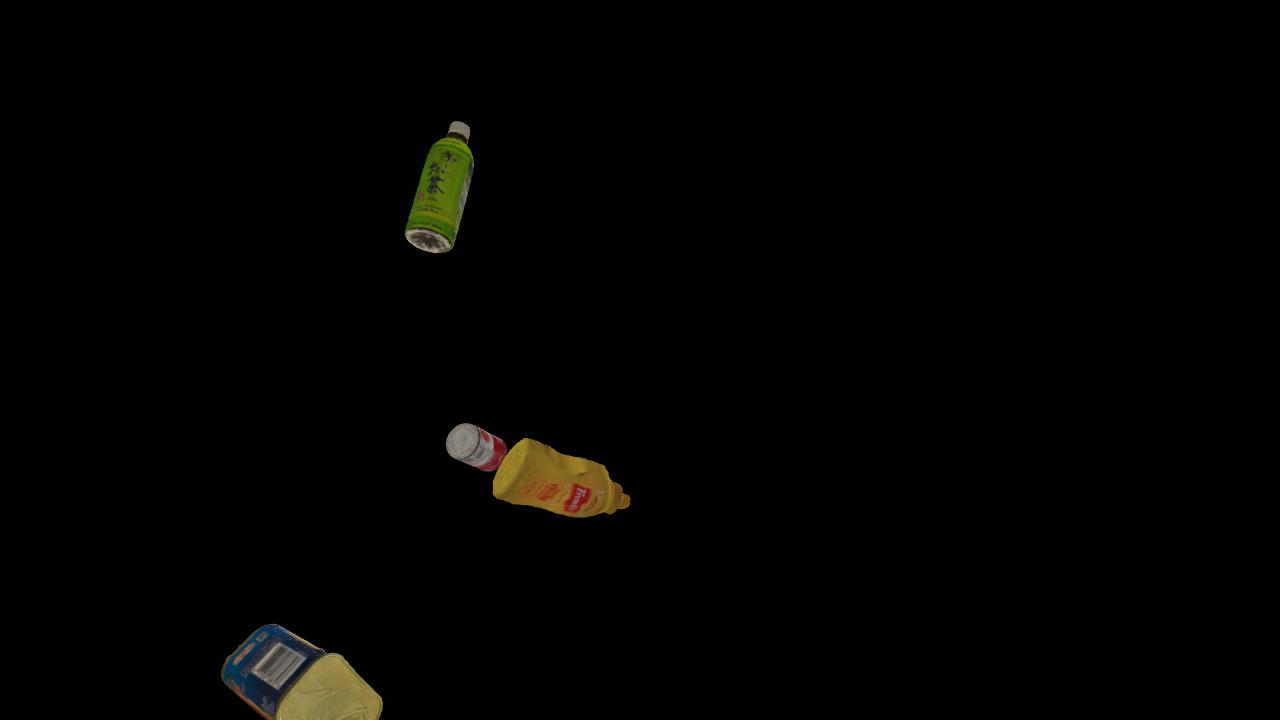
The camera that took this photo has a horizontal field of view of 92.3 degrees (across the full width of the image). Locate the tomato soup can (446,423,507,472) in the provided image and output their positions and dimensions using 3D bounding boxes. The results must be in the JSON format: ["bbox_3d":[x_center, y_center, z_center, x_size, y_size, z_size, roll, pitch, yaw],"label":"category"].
[{"bbox_3d":[-0.294,0.158,1.107,0.068,0.068,0.101,0,-21,18],"label":"tomato soup can"}]

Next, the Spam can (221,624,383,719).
[{"bbox_3d":[-0.273,0.269,0.499,0.085,0.101,0.058,8,40,30],"label":"Spam can"}]

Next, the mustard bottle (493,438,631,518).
[{"bbox_3d":[-0.089,0.163,0.800,0.184,0.092,0.054,24,21,-30],"label":"mustard bottle"}]

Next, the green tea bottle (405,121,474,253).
[{"bbox_3d":[-0.291,-0.265,0.921,0.073,0.212,0.073,6,-23,3],"label":"green tea bottle"}]
